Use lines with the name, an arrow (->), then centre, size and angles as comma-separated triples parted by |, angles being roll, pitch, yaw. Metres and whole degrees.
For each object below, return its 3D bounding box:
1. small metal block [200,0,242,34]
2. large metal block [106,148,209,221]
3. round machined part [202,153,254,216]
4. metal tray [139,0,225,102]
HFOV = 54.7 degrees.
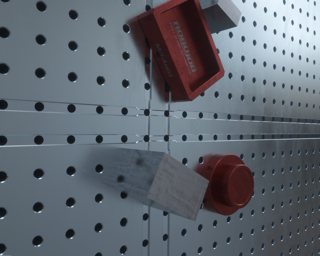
small metal block -> 0.084, -0.171, 0.463 | 0.050, 0.050, 0.025 | 32, 70, -36
large metal block -> -0.003, 0.066, 0.371 | 0.080, 0.080, 0.050 | 35, 68, -35
round machined part -> 0.113, 0.090, 0.493 | 0.099, 0.042, 0.097 | 0, 90, -40
metal tray -> 0.035, -0.113, 0.434 | 0.091, 0.030, 0.129 | -39, 114, -33
